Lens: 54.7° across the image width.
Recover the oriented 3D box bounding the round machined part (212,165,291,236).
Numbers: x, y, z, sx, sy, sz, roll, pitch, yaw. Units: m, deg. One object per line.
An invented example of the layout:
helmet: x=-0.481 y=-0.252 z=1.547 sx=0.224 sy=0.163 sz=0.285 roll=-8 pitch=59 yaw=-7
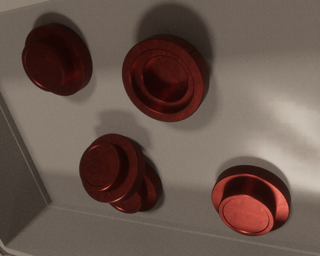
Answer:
round machined part: x=0.114 y=0.100 z=0.399 sx=0.098 sy=0.042 sz=0.097 roll=13 pitch=124 yaw=20

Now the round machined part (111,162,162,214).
round machined part: x=-0.049 y=0.093 z=0.480 sx=0.098 sy=0.042 sz=0.097 roll=13 pitch=124 yaw=20

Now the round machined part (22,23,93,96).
round machined part: x=-0.144 y=-0.087 z=0.418 sx=0.098 sy=0.042 sz=0.097 roll=13 pitch=124 yaw=20

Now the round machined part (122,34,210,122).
round machined part: x=0.010 y=-0.059 z=0.355 sx=0.098 sy=0.042 sz=0.097 roll=13 pitch=124 yaw=20

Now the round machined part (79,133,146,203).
round machined part: x=-0.073 y=0.055 z=0.434 sx=0.098 sy=0.042 sz=0.098 roll=-7 pitch=74 yaw=25
